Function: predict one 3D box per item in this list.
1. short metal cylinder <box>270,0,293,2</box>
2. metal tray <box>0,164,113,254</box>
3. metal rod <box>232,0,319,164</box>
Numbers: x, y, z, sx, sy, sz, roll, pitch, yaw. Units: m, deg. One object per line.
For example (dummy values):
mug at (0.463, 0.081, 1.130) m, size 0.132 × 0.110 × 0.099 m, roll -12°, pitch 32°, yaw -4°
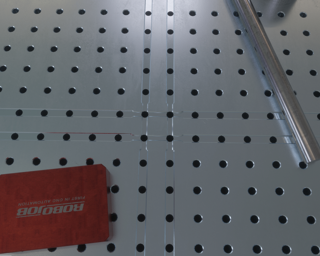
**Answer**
short metal cylinder at (0.197, -0.249, 0.490) m, size 0.081 × 0.050 × 0.080 m, roll 0°, pitch 70°, yaw 0°
metal tray at (-0.126, 0.096, 0.373) m, size 0.131 × 0.030 × 0.090 m, roll -6°, pitch 70°, yaw -2°
metal rod at (0.159, -0.093, 0.446) m, size 0.025 × 0.025 × 0.299 m, roll -14°, pitch 71°, yaw -5°
